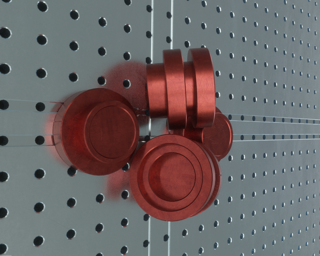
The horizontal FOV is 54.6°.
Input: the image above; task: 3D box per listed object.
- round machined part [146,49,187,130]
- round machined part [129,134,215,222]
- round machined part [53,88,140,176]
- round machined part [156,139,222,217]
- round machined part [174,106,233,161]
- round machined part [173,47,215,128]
[{"bbox_3d":[0.006,-0.046,0.381,0.042,0.098,0.097,-4,94,0],"label":"round machined part"},{"bbox_3d":[0.017,0.058,0.369,0.042,0.098,0.098,25,71,-71],"label":"round machined part"},{"bbox_3d":[-0.062,0.004,0.344,0.099,0.042,0.097,0,90,-40],"label":"round machined part"},{"bbox_3d":[0.030,0.063,0.398,0.042,0.098,0.098,27,70,-70],"label":"round machined part"},{"bbox_3d":[0.070,0.012,0.456,0.099,0.042,0.097,0,90,-40],"label":"round machined part"},{"bbox_3d":[0.038,-0.048,0.384,0.042,0.098,0.097,-4,94,0],"label":"round machined part"}]
